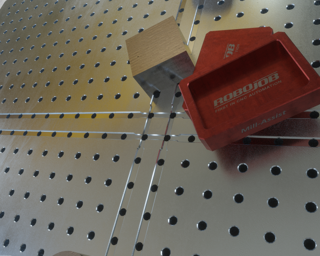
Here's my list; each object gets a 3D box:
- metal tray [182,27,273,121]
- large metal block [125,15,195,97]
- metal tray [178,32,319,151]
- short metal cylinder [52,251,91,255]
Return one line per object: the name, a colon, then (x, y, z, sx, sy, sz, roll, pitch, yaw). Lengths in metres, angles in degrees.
metal tray: (0.091, -0.069, 0.400, 0.090, 0.030, 0.130, 6, 64, 30)
large metal block: (0.001, -0.105, 0.456, 0.080, 0.050, 0.080, -24, 53, 14)
metal tray: (0.094, -0.041, 0.341, 0.130, 0.030, 0.090, -25, 53, 12)
short metal cylinder: (-0.091, 0.178, 0.331, 0.080, 0.050, 0.080, -13, 56, 21)
